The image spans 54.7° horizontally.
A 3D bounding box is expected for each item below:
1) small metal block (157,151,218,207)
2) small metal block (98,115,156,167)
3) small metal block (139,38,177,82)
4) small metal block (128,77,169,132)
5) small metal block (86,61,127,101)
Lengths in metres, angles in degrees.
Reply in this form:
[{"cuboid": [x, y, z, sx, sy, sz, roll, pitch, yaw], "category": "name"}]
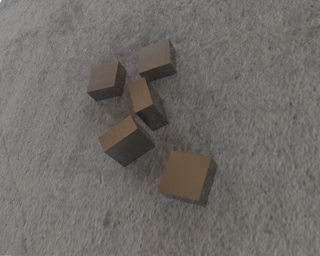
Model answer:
[{"cuboid": [0.032, 0.057, 0.351, 0.050, 0.025, 0.050, 7, 65, 31], "category": "small metal block"}, {"cuboid": [-0.042, 0.018, 0.397, 0.050, 0.050, 0.025, -35, 52, 5], "category": "small metal block"}, {"cuboid": [-0.004, -0.101, 0.466, 0.050, 0.025, 0.050, -15, 56, 19], "category": "small metal block"}, {"cuboid": [-0.015, -0.031, 0.414, 0.025, 0.050, 0.050, -26, 53, 12], "category": "small metal block"}, {"cuboid": [-0.084, -0.074, 0.492, 0.050, 0.025, 0.050, -9, 58, 23], "category": "small metal block"}]
